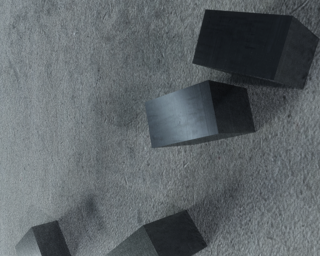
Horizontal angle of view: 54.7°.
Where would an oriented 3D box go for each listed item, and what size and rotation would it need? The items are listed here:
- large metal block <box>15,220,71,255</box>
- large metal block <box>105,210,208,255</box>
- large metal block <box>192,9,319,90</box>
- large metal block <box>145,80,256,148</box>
[{"bbox_3d":[-0.214,0.229,0.565,0.080,0.050,0.080,-46,63,30],"label":"large metal block"},{"bbox_3d":[-0.004,0.148,0.373,0.080,0.081,0.050,-46,63,30],"label":"large metal block"},{"bbox_3d":[0.091,-0.073,0.294,0.080,0.081,0.050,22,104,38],"label":"large metal block"},{"bbox_3d":[0.044,-0.011,0.333,0.080,0.081,0.050,-15,80,39],"label":"large metal block"}]
